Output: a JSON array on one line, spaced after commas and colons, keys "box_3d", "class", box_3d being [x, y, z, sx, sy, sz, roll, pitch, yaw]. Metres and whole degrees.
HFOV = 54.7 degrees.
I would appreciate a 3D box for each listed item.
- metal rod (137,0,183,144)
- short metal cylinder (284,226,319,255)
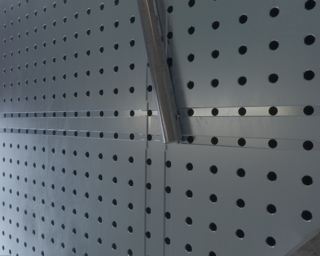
[{"box_3d": [-0.010, -0.127, 0.417, 0.025, 0.025, 0.298, -17, 79, 38], "class": "metal rod"}, {"box_3d": [0.143, 0.111, 0.255, 0.050, 0.081, 0.080, 51, 120, 28], "class": "short metal cylinder"}]
